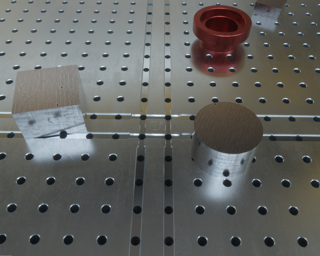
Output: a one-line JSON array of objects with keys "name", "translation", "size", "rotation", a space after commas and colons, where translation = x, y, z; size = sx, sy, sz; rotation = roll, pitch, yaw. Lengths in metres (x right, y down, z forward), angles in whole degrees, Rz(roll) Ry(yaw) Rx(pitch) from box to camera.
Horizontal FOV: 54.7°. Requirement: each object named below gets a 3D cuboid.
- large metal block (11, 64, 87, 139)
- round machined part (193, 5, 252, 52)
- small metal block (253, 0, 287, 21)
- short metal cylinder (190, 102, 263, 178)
[{"name": "large metal block", "translation": [-0.147, -0.037, 0.420], "size": [0.081, 0.050, 0.080], "rotation": [-9, 51, -8]}, {"name": "round machined part", "translation": [0.106, -0.171, 0.541], "size": [0.099, 0.042, 0.098], "rotation": [0, 50, 0]}, {"name": "small metal block", "translation": [0.219, -0.242, 0.614], "size": [0.050, 0.025, 0.050], "rotation": [24, 54, 18]}, {"name": "short metal cylinder", "translation": [0.080, 0.014, 0.381], "size": [0.081, 0.050, 0.080], "rotation": [0, 50, 0]}]
